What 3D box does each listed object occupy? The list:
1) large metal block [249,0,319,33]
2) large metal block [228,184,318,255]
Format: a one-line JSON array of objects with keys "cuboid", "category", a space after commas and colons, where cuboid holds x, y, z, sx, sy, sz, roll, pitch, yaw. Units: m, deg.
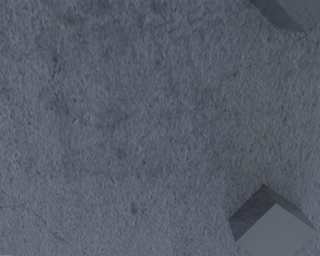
[{"cuboid": [0.130, -0.150, 0.327, 0.080, 0.080, 0.050, 40, 105, -14], "category": "large metal block"}, {"cuboid": [0.161, 0.143, 0.452, 0.080, 0.050, 0.080, 35, 106, -13], "category": "large metal block"}]
